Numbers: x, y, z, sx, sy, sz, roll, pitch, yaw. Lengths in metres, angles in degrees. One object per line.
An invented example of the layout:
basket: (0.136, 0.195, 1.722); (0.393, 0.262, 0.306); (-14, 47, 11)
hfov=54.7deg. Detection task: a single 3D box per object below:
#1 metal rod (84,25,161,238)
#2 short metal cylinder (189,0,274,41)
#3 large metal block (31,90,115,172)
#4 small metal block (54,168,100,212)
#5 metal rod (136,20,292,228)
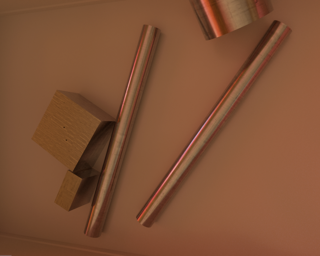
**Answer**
metal rod: (-0.054, 0.008, 0.428); (0.025, 0.025, 0.298); (19, 96, 18)
short metal cylinder: (0.079, -0.139, 0.346); (0.080, 0.080, 0.050); (-21, 107, 18)
large metal block: (-0.119, 0.003, 0.438); (0.080, 0.050, 0.080); (34, 101, 16)
small metal block: (-0.114, 0.084, 0.436); (0.025, 0.050, 0.050); (27, 99, 18)
metal rod: (0.061, 0.003, 0.388); (0.025, 0.025, 0.299); (37, 101, 16)
